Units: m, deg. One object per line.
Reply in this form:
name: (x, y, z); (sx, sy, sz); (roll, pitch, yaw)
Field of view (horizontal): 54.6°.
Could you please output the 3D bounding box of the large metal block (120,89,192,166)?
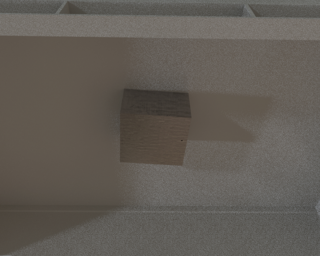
large metal block: (-0.008, 0.000, 0.392); (0.080, 0.050, 0.080); (4, 130, -3)
